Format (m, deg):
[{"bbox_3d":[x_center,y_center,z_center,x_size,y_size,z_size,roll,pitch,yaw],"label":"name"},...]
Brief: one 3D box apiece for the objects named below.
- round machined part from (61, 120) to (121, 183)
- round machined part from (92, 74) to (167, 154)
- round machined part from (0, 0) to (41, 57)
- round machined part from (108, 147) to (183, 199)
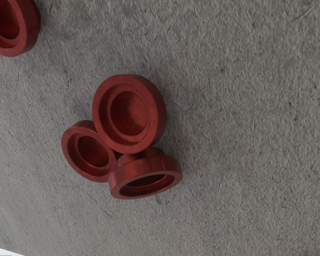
[{"bbox_3d":[-0.095,0.031,0.465,0.098,0.042,0.097,13,124,21],"label":"round machined part"},{"bbox_3d":[-0.034,-0.019,0.390,0.098,0.042,0.097,7,104,28],"label":"round machined part"},{"bbox_3d":[-0.199,-0.148,0.410,0.098,0.042,0.097,13,124,21],"label":"round machined part"},{"bbox_3d":[-0.022,0.059,0.421,0.098,0.099,0.042,-42,53,39],"label":"round machined part"}]
